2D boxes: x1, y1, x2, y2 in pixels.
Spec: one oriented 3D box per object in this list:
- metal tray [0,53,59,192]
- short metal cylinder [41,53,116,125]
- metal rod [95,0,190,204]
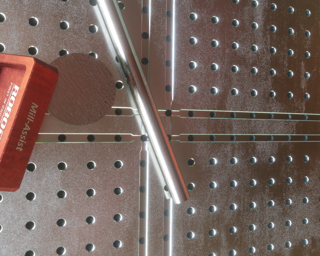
[{"bbox_3d":[-0.164,-0.010,0.318,0.030,0.090,0.129,27,79,-58],"label":"metal tray"},{"bbox_3d":[-0.097,-0.043,0.364,0.081,0.050,0.079,0,90,-20],"label":"short metal cylinder"},{"bbox_3d":[-0.023,-0.041,0.404,0.025,0.025,0.298,-23,98,-19],"label":"metal rod"}]
